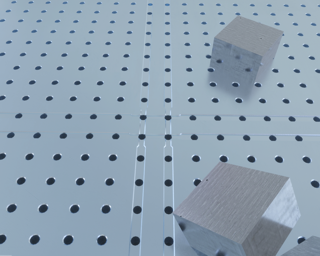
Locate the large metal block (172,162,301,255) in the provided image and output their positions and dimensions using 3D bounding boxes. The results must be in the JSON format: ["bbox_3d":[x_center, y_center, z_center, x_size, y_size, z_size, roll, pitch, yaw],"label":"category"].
[{"bbox_3d":[0.074,0.084,0.300,0.080,0.050,0.080,-41,29,-29],"label":"large metal block"}]

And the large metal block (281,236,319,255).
[{"bbox_3d":[0.133,0.137,0.250,0.081,0.080,0.050,-22,90,-18],"label":"large metal block"}]

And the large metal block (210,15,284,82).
[{"bbox_3d":[0.140,-0.131,0.503,0.080,0.050,0.080,29,56,22],"label":"large metal block"}]
